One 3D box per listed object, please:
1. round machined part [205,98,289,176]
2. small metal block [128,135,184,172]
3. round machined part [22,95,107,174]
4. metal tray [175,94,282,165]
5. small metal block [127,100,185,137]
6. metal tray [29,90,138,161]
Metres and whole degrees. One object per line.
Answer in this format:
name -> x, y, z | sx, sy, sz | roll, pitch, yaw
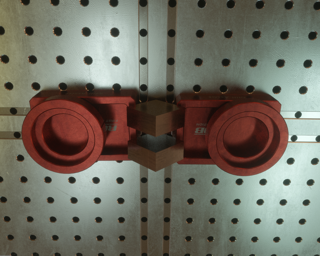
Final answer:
round machined part -> 0.107, 0.008, 0.395 | 0.099, 0.042, 0.097 | 0, 110, 0
small metal block -> -0.005, 0.028, 0.394 | 0.050, 0.050, 0.025 | 19, 117, 41
round machined part -> -0.117, 0.005, 0.392 | 0.099, 0.042, 0.097 | 0, 110, 0
metal tray -> 0.086, 0.003, 0.413 | 0.131, 0.030, 0.089 | 1, 110, -1
small metal block -> -0.005, -0.014, 0.380 | 0.050, 0.050, 0.025 | 19, 117, 41
metal tray -> -0.095, -0.002, 0.410 | 0.131, 0.030, 0.089 | -1, 112, 0
